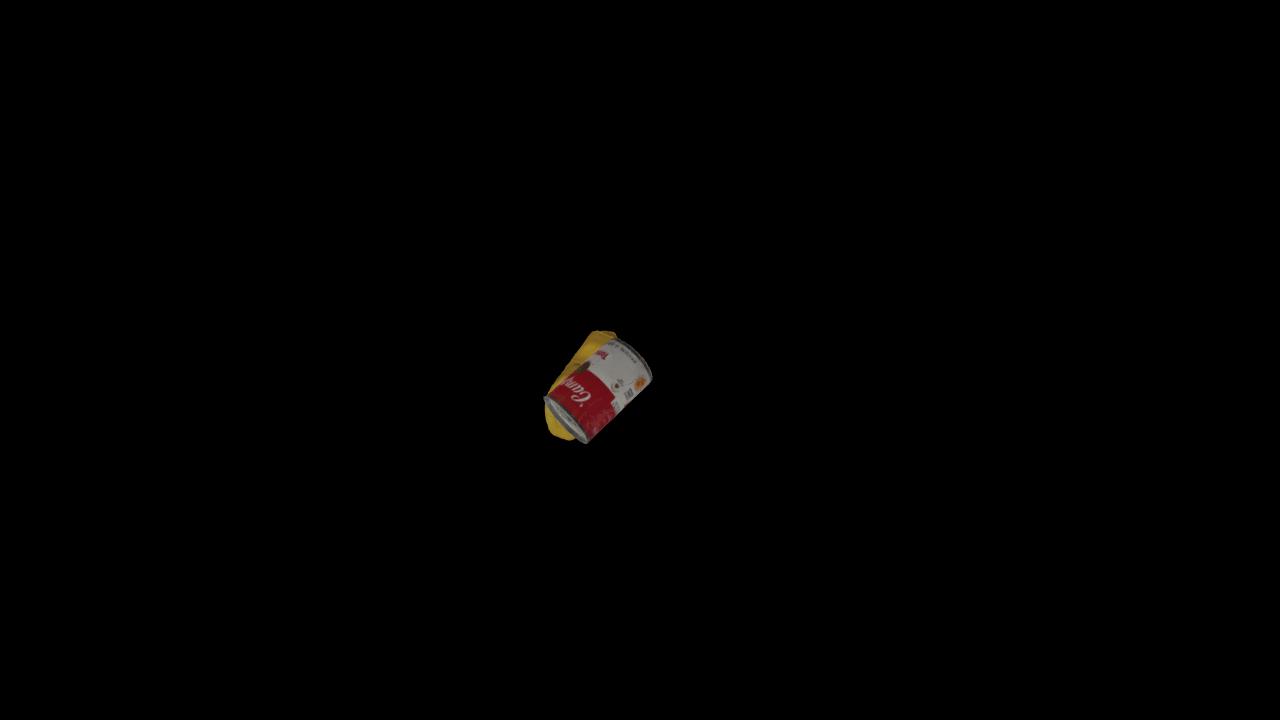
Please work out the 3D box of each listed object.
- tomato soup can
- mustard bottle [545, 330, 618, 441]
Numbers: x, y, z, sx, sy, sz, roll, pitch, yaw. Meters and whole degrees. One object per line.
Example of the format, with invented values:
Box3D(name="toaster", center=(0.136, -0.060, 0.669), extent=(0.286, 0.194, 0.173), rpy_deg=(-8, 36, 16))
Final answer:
Box3D(name="tomato soup can", center=(-0.043, 0.032, 0.660), extent=(0.101, 0.068, 0.068), rpy_deg=(-42, 17, -19))
Box3D(name="mustard bottle", center=(-0.062, 0.012, 0.770), extent=(0.054, 0.092, 0.184), rpy_deg=(14, 32, 8))
